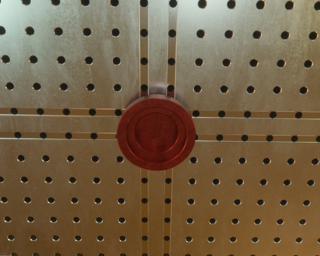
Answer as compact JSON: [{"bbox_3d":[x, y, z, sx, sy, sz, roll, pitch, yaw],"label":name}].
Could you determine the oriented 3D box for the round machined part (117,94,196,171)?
[{"bbox_3d":[-0.005,0.003,0.405,0.099,0.042,0.097,0,110,0],"label":"round machined part"}]
